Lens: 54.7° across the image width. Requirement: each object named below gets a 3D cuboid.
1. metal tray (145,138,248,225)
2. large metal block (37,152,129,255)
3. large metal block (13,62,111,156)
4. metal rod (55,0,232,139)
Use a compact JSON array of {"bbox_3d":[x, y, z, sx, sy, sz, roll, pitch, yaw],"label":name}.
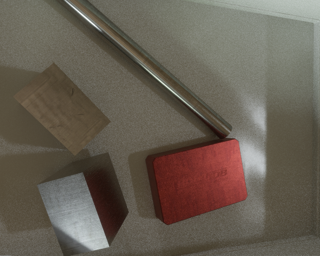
[{"bbox_3d":[0.053,0.070,0.429,0.131,0.030,0.089,-12,94,-20],"label":"metal tray"},{"bbox_3d":[-0.080,0.080,0.345,0.050,0.080,0.080,-16,97,11],"label":"large metal block"},{"bbox_3d":[-0.108,-0.018,0.342,0.050,0.080,0.080,-46,105,-14],"label":"large metal block"},{"bbox_3d":[-0.018,-0.084,0.404,0.301,0.025,0.025,38,78,-16],"label":"metal rod"}]
